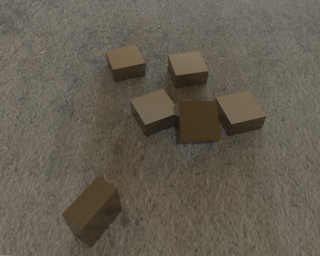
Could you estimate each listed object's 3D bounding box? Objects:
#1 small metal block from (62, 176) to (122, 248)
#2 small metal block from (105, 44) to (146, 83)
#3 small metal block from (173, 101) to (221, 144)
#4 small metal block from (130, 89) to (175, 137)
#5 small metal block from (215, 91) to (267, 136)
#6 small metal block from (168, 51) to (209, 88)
[{"bbox_3d":[-0.066,0.086,0.314,0.025,0.050,0.050,28,55,21],"label":"small metal block"},{"bbox_3d":[-0.054,-0.103,0.489,0.050,0.025,0.050,-15,52,-13],"label":"small metal block"},{"bbox_3d":[0.046,-0.007,0.392,0.050,0.025,0.050,-1,77,-12],"label":"small metal block"},{"bbox_3d":[-0.007,-0.021,0.421,0.050,0.025,0.050,-20,53,-17],"label":"small metal block"},{"bbox_3d":[0.108,-0.021,0.422,0.050,0.025,0.050,-13,51,-11],"label":"small metal block"},{"bbox_3d":[0.043,-0.091,0.481,0.050,0.025,0.050,-9,51,-8],"label":"small metal block"}]
